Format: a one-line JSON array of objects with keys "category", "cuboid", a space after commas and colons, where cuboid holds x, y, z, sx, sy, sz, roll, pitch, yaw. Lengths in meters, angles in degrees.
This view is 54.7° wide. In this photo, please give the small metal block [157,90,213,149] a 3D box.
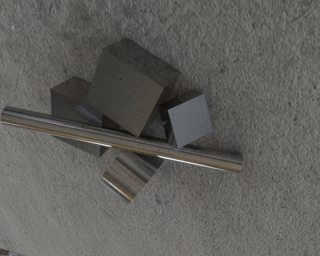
[{"category": "small metal block", "cuboid": [0.030, -0.011, 0.366, 0.025, 0.050, 0.050, 29, 140, 58]}]

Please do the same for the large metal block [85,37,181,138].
[{"category": "large metal block", "cuboid": [-0.034, -0.049, 0.376, 0.080, 0.050, 0.079, 34, 129, 5]}]

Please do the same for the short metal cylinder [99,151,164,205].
[{"category": "short metal cylinder", "cuboid": [-0.039, 0.058, 0.429, 0.050, 0.080, 0.080, 39, 129, 1]}]

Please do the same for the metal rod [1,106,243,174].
[{"category": "metal rod", "cuboid": [-0.048, 0.015, 0.389, 0.302, 0.025, 0.025, 12, 125, 2]}]

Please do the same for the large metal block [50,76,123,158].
[{"category": "large metal block", "cuboid": [-0.103, -0.016, 0.436, 0.080, 0.050, 0.079, 23, 127, 14]}]
